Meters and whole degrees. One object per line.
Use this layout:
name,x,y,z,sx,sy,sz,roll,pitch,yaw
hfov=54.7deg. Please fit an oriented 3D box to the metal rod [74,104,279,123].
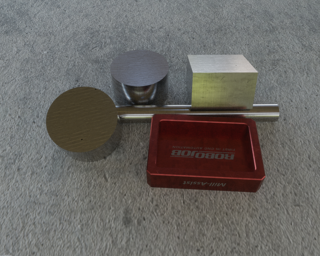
metal rod,0.008,-0.019,0.422,0.302,0.025,0.025,-1,50,-1

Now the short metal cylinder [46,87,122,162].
short metal cylinder,-0.089,-0.003,0.374,0.081,0.050,0.080,0,71,-1

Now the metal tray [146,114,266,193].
metal tray,0.053,0.028,0.377,0.131,0.030,0.090,3,50,2

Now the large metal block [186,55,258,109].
large metal block,0.080,-0.066,0.428,0.081,0.050,0.080,0,29,-1

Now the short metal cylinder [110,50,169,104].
short metal cylinder,-0.028,-0.068,0.446,0.081,0.050,0.080,0,49,0
